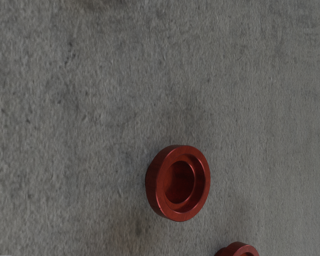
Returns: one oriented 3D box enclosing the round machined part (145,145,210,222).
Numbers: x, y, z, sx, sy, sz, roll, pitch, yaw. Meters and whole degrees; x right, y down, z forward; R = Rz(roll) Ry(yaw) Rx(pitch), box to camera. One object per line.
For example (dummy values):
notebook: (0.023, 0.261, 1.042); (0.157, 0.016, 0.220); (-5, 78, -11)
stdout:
round machined part: (0.019, 0.071, 0.412); (0.099, 0.042, 0.097); (0, 90, -40)

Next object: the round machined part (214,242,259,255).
round machined part: (0.116, 0.231, 0.495); (0.099, 0.042, 0.097); (0, 90, -40)
